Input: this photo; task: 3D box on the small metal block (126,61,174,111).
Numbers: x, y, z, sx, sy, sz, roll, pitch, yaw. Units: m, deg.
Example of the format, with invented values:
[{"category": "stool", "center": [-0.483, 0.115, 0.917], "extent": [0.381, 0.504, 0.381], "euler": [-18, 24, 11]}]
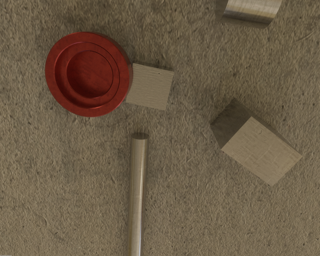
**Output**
[{"category": "small metal block", "center": [-0.013, -0.054, 0.390], "extent": [0.050, 0.025, 0.050], "euler": [11, 110, -5]}]

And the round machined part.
[{"category": "round machined part", "center": [-0.081, -0.065, 0.372], "extent": [0.099, 0.042, 0.097], "euler": [2, 109, 5]}]

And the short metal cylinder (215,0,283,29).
[{"category": "short metal cylinder", "center": [0.094, -0.150, 0.327], "extent": [0.050, 0.080, 0.079], "euler": [8, 110, -4]}]

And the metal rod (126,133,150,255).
[{"category": "metal rod", "center": [-0.036, 0.150, 0.464], "extent": [0.025, 0.025, 0.298], "euler": [3, 110, -2]}]

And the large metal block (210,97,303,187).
[{"category": "large metal block", "center": [0.115, 0.014, 0.387], "extent": [0.080, 0.080, 0.050], "euler": [35, 106, -13]}]
